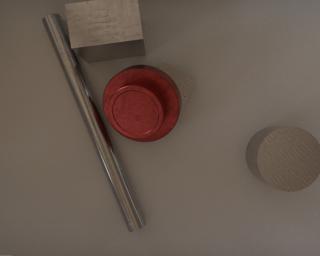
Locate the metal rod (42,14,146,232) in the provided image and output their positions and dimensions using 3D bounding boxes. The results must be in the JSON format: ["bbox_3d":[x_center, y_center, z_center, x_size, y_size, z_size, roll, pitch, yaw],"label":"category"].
[{"bbox_3d":[-0.087,-0.007,0.410,0.025,0.025,0.299,-22,90,0],"label":"metal rod"}]

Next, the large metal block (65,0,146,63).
[{"bbox_3d":[-0.062,-0.118,0.383,0.081,0.080,0.050,-8,90,0],"label":"large metal block"}]

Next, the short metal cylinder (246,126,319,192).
[{"bbox_3d":[0.158,0.038,0.401,0.081,0.050,0.079,0,90,-1],"label":"short metal cylinder"}]

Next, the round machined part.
[{"bbox_3d":[-0.025,-0.025,0.383,0.098,0.042,0.097,5,114,10],"label":"round machined part"}]

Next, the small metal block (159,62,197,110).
[{"bbox_3d":[0.014,-0.052,0.412,0.050,0.025,0.050,27,90,-1],"label":"small metal block"}]
